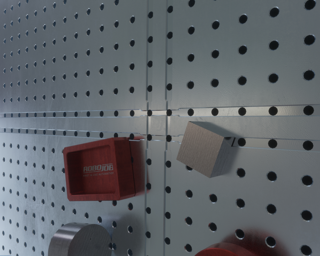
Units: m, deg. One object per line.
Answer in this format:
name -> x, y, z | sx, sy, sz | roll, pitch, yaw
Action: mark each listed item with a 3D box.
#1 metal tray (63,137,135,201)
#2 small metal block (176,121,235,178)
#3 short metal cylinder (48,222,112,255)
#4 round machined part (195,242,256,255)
metal tray -> -0.100, 0.067, 0.488 | 0.130, 0.030, 0.089 | -12, 83, 39
small metal block -> 0.053, 0.024, 0.366 | 0.050, 0.025, 0.050 | 27, 107, 36
short metal cylinder -> -0.121, 0.187, 0.473 | 0.050, 0.081, 0.080 | -11, 83, 39
round machined part -> 0.079, 0.173, 0.333 | 0.098, 0.042, 0.097 | 0, 90, 40
